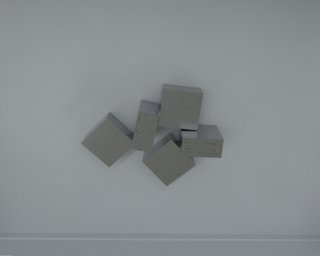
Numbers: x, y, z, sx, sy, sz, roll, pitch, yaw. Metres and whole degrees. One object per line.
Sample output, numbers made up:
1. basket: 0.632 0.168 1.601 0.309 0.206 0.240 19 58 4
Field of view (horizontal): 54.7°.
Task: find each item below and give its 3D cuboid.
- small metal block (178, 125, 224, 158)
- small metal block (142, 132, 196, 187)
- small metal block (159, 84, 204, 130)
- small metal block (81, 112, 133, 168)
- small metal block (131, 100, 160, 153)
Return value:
1. small metal block: 0.052 0.016 0.402 0.050 0.050 0.025 3 110 -2
2. small metal block: 0.012 0.043 0.425 0.050 0.025 0.050 -39 106 12
3. small metal block: 0.026 -0.027 0.400 0.050 0.025 0.050 6 110 -3
4. small metal block: -0.068 0.016 0.414 0.050 0.025 0.050 -43 105 14
5. small metal block: -0.018 -0.003 0.394 0.025 0.050 0.050 12 110 -5
